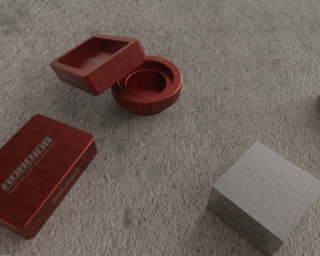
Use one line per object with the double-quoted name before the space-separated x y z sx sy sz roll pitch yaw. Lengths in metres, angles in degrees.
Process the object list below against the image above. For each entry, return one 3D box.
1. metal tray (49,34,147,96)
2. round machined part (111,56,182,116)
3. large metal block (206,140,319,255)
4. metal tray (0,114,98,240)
"metal tray" -0.091 -0.094 0.438 0.090 0.030 0.130 -41 37 -20
"round machined part" -0.019 -0.056 0.439 0.099 0.042 0.098 0 50 0
"large metal block" 0.108 0.073 0.327 0.080 0.050 0.080 37 59 27
"metal tray" -0.145 0.049 0.358 0.090 0.030 0.130 20 53 16
